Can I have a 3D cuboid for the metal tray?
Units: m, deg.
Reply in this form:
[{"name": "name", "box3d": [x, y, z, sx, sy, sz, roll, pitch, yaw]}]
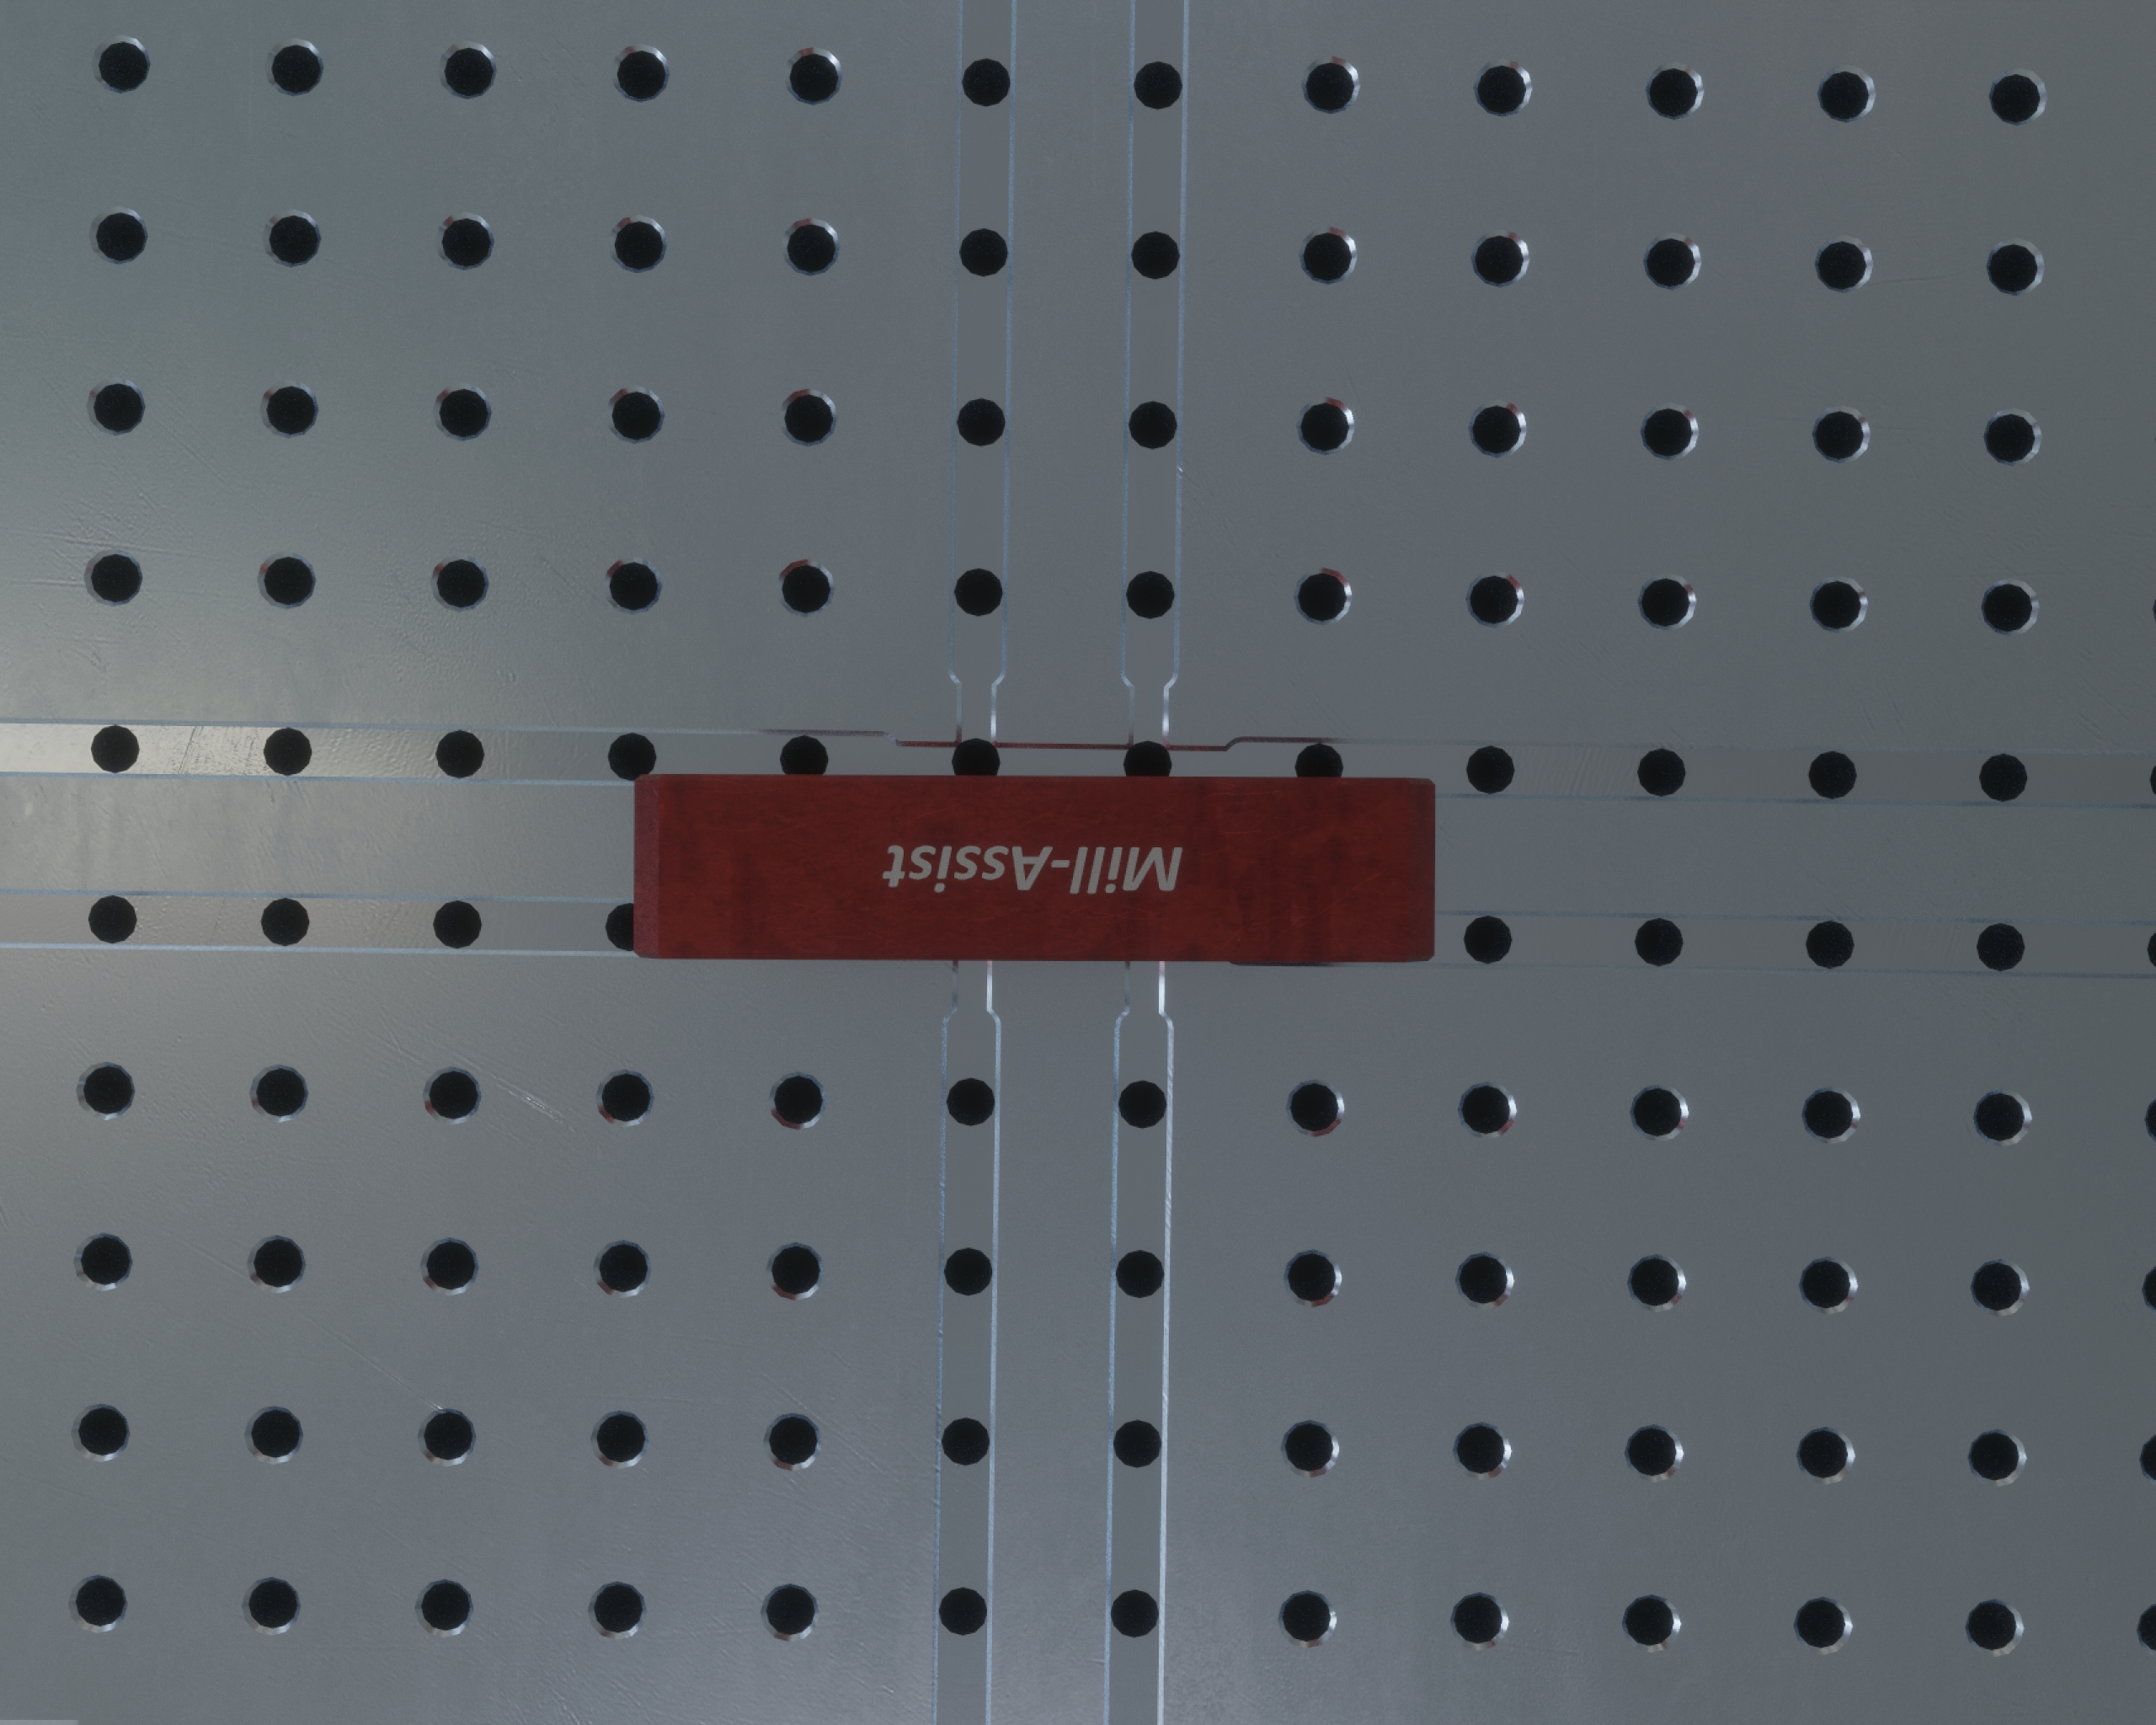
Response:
[{"name": "metal tray", "box3d": [-0.007, 0.001, 0.380, 0.131, 0.090, 0.030, 0, 90, 0]}]
